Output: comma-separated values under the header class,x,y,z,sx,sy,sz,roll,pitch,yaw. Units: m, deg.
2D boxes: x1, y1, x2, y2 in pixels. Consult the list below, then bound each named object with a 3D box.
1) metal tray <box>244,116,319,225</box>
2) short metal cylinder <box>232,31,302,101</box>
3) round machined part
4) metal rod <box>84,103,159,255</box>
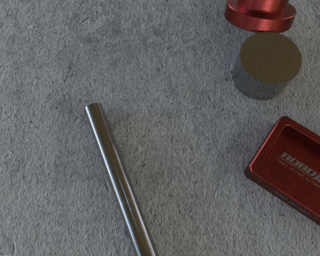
class,x,y,z,sx,sy,sz,roll,pitch,yaw
metal tray,0.185,0.056,0.387,0.130,0.030,0.090,34,73,11
short metal cylinder,0.145,-0.085,0.428,0.081,0.050,0.080,0,70,0
round machined part,0.145,-0.176,0.444,0.099,0.042,0.098,3,42,-2
metal rod,-0.033,0.103,0.370,0.025,0.025,0.299,-21,72,-8
